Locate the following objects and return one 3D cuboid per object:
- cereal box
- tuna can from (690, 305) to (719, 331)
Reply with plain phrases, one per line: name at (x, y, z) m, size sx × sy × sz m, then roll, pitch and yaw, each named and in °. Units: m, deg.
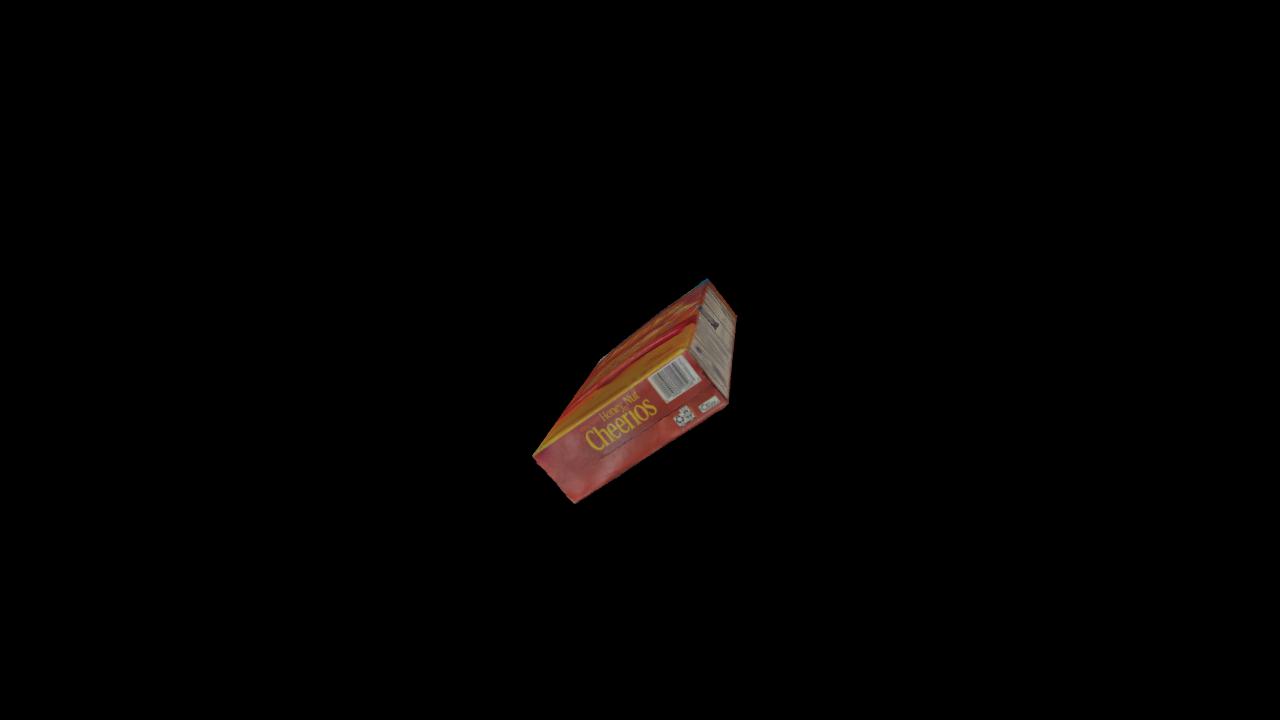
cereal box at (0.011, 0.018, 0.730) m, size 0.203 × 0.081 × 0.306 m, roll -36°, pitch 10°, yaw 20°
tuna can at (0.048, -0.025, 0.704) m, size 0.084 × 0.034 × 0.084 m, roll -43°, pitch 5°, yaw 4°
